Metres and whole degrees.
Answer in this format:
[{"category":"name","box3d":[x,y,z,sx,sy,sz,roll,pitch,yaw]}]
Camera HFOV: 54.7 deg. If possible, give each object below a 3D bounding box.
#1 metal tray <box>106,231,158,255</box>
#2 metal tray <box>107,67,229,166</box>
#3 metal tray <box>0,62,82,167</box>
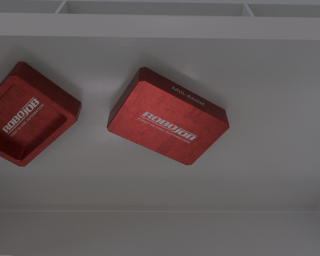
[{"category":"metal tray","box3d":[-0.035,0.237,0.551,0.090,0.130,0.030,33,83,-25]},{"category":"metal tray","box3d":[0.010,-0.010,0.398,0.131,0.030,0.090,25,126,-20]},{"category":"metal tray","box3d":[-0.176,-0.011,0.394,0.130,0.030,0.090,-36,122,26]}]
